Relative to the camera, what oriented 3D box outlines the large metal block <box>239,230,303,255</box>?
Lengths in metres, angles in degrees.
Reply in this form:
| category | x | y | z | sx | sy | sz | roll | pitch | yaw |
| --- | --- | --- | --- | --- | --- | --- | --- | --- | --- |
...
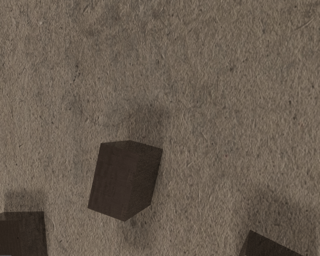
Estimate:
| category | x | y | z | sx | sy | sz | roll | pitch | yaw |
| --- | --- | --- | --- | --- | --- | --- | --- | --- | --- |
| large metal block | 0.124 | 0.164 | 0.336 | 0.080 | 0.080 | 0.050 | 23 | 98 | 18 |

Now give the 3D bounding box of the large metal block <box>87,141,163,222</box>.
| category | x | y | z | sx | sy | sz | roll | pitch | yaw |
| --- | --- | --- | --- | --- | --- | --- | --- | --- | --- |
| large metal block | -0.041 | 0.062 | 0.393 | 0.050 | 0.080 | 0.079 | 14 | 95 | 19 |

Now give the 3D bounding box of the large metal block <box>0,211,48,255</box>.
| category | x | y | z | sx | sy | sz | roll | pitch | yaw |
| --- | --- | --- | --- | --- | --- | --- | --- | --- | --- |
| large metal block | -0.224 | 0.174 | 0.473 | 0.080 | 0.050 | 0.080 | -7 | 88 | 19 |
